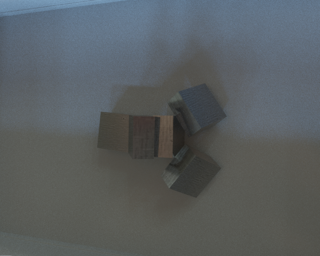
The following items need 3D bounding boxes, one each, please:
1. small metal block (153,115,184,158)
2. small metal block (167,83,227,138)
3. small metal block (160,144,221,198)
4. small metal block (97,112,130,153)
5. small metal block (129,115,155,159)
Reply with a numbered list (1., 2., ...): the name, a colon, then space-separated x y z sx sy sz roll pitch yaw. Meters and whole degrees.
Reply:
1. small metal block: 0.012 0.010 0.391 0.025 0.050 0.050 1 91 20
2. small metal block: 0.045 -0.022 0.376 0.050 0.050 0.025 59 139 10
3. small metal block: 0.038 0.053 0.379 0.050 0.050 0.025 -53 40 12
4. small metal block: -0.056 0.005 0.426 0.050 0.025 0.050 7 92 19
5. small metal block: -0.024 0.010 0.384 0.025 0.050 0.050 1 94 -12
